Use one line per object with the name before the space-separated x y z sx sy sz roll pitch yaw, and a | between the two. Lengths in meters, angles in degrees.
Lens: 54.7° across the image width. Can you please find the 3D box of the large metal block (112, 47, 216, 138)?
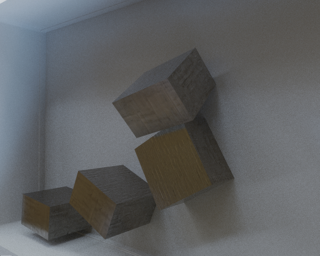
large metal block | 0.007 -0.040 0.355 0.080 0.080 0.050 -18 113 38

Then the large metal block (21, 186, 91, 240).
large metal block | -0.166 0.135 0.505 0.080 0.081 0.050 8 95 39

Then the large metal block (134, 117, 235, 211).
large metal block | 0.027 0.042 0.367 0.080 0.050 0.080 -36 68 34

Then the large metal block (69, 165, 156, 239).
large metal block | -0.061 0.095 0.419 0.080 0.081 0.050 30 109 35
